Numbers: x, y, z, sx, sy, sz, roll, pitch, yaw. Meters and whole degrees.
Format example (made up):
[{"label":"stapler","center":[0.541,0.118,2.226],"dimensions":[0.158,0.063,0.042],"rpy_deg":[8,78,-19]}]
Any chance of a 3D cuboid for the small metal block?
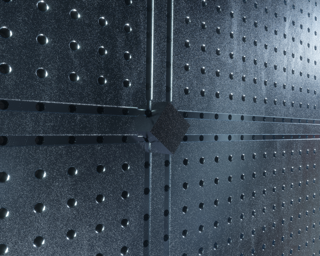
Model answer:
[{"label":"small metal block","center":[0.007,0.000,0.414],"dimensions":[0.050,0.025,0.050],"rpy_deg":[46,63,-31]}]
